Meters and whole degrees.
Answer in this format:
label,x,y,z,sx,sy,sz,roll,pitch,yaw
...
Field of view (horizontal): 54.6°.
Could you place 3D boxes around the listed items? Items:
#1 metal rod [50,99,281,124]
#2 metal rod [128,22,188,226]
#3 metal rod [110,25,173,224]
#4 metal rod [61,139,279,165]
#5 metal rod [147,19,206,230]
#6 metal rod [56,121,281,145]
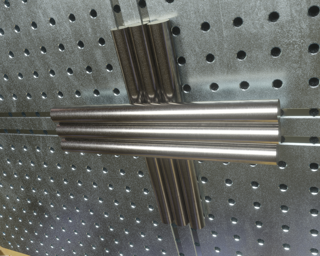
label,x,y,z,sx,sy,sz,roll,pitch,yaw
metal rod,-0.015,-0.018,0.376,0.300,0.025,0.025,1,119,28
metal rod,0.005,0.013,0.417,0.025,0.025,0.298,2,119,27
metal rod,-0.016,0.013,0.429,0.025,0.025,0.298,2,119,27
metal rod,-0.008,0.026,0.399,0.300,0.025,0.025,1,119,28
metal rod,0.028,0.014,0.406,0.025,0.025,0.298,2,119,27
metal rod,-0.010,0.004,0.387,0.300,0.025,0.025,1,119,28
